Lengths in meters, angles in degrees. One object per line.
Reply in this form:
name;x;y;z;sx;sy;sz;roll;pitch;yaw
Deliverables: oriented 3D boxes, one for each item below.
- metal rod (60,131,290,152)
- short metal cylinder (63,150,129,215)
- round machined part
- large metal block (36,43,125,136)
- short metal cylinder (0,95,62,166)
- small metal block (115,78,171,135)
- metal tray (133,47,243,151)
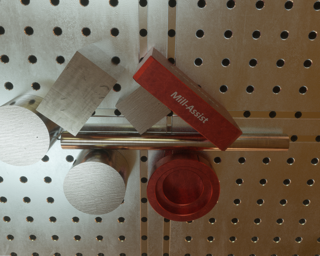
metal rod;0.020;0.018;0.420;0.302;0.025;0.025;1;110;-1
short metal cylinder;-0.085;0.071;0.425;0.081;0.050;0.079;0;110;0
round machined part;0.031;0.078;0.433;0.099;0.042;0.097;0;110;0
large metal block;-0.089;-0.048;0.366;0.050;0.080;0.080;37;106;-13
short metal cylinder;-0.174;0.002;0.399;0.081;0.050;0.079;0;110;0
small metal block;-0.021;-0.028;0.403;0.050;0.025;0.050;-37;106;12
metal tray;0.031;-0.037;0.365;0.130;0.090;0.030;38;106;-13
